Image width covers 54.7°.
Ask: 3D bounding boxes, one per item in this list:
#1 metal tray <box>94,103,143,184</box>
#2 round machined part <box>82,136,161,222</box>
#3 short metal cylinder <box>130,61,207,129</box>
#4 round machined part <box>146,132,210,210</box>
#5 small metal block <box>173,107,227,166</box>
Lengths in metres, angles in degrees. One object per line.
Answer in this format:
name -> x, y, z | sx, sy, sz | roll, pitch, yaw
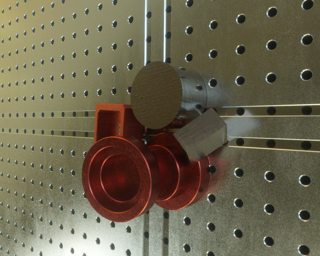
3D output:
metal tray -> -0.063, 0.031, 0.441 | 0.090, 0.030, 0.129 | 8, 95, 54
round machined part -> -0.042, 0.058, 0.368 | 0.098, 0.042, 0.097 | 1, 92, 29
short metal cylinder -> 0.010, -0.039, 0.383 | 0.080, 0.050, 0.079 | 0, 90, 39
round machined part -> 0.009, 0.054, 0.388 | 0.098, 0.042, 0.097 | 0, 90, 39
small metal block -> 0.046, 0.011, 0.341 | 0.050, 0.050, 0.025 | -34, 64, -4
